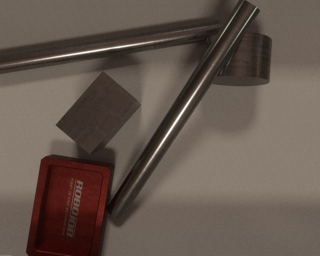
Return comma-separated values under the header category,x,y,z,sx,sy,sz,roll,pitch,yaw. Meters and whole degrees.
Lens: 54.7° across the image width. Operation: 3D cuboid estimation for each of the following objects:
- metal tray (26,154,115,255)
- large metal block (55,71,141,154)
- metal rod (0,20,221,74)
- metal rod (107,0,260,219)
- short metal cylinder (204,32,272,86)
category,x,y,z,sx,sy,sz,roll,pitch,yaw
metal tray,-0.116,0.106,0.407,0.091,0.030,0.129,9,90,-1
large metal block,-0.071,-0.017,0.383,0.050,0.080,0.080,41,90,-1
metal rod,-0.071,-0.107,0.410,0.302,0.025,0.025,-9,90,-1
metal rod,0.018,-0.009,0.368,0.025,0.025,0.298,32,107,-1
short metal cylinder,0.096,-0.083,0.385,0.081,0.080,0.050,4,90,-1
